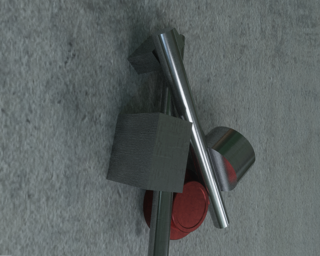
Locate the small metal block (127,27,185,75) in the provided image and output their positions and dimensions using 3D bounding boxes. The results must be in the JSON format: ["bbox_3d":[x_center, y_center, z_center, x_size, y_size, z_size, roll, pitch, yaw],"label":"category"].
[{"bbox_3d":[-0.005,-0.095,0.387,0.050,0.050,0.025,-52,121,-27],"label":"small metal block"}]

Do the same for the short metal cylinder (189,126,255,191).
[{"bbox_3d":[0.089,0.044,0.448,0.050,0.080,0.080,-40,115,-33],"label":"short metal cylinder"}]

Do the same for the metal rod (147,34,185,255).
[{"bbox_3d":[0.009,0.021,0.396,0.025,0.025,0.299,15,74,-39],"label":"metal rod"}]

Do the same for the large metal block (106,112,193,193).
[{"bbox_3d":[-0.014,0.028,0.361,0.050,0.080,0.080,15,80,-39],"label":"large metal block"}]

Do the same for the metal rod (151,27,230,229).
[{"bbox_3d":[0.048,0.020,0.404,0.025,0.025,0.298,-40,123,-33],"label":"metal rod"}]

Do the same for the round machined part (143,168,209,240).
[{"bbox_3d":[0.028,0.103,0.422,0.099,0.042,0.097,0,90,-40],"label":"round machined part"}]
